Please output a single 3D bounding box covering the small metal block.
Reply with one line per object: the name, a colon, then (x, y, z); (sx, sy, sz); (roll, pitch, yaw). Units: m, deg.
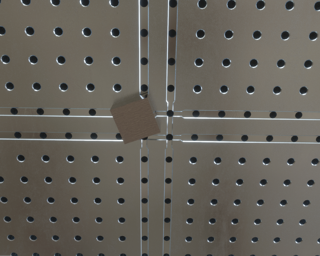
small metal block: (-0.031, -0.013, 0.408); (0.050, 0.025, 0.050); (-19, 109, 6)
